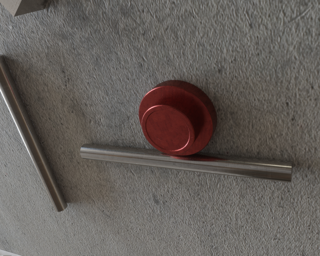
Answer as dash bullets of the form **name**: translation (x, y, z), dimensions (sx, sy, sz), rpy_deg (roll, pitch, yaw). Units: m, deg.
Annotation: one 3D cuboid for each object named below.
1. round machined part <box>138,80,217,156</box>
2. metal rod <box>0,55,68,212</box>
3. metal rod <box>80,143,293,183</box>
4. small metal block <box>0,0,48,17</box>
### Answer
- **round machined part**: translation (0.017, -0.006, 0.382), dimensions (0.098, 0.042, 0.097), rpy_deg (13, 124, 20)
- **metal rod**: translation (-0.221, 0.023, 0.534), dimensions (0.025, 0.025, 0.298), rpy_deg (2, 119, 27)
- **metal rod**: translation (0.017, 0.044, 0.423), dimensions (0.301, 0.025, 0.025), rpy_deg (3, 120, 26)
- **small metal block**: translation (-0.155, -0.164, 0.369), dimensions (0.025, 0.050, 0.050), rpy_deg (48, 129, -6)
